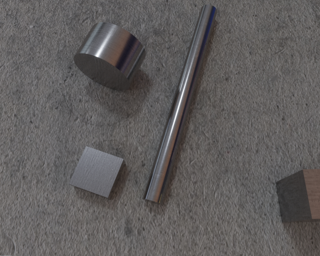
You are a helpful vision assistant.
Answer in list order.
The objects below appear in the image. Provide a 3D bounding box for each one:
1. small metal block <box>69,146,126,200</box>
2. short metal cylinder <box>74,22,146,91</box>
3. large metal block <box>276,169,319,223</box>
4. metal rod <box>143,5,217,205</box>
[{"bbox_3d":[-0.077,0.056,0.387,0.050,0.025,0.050,18,71,6],"label":"small metal block"},{"bbox_3d":[-0.066,-0.093,0.412,0.080,0.080,0.050,22,72,7],"label":"short metal cylinder"},{"bbox_3d":[0.190,0.079,0.353,0.081,0.080,0.050,-2,70,-1],"label":"large metal block"},{"bbox_3d":[0.033,-0.045,0.425,0.025,0.025,0.299,16,71,5],"label":"metal rod"}]
